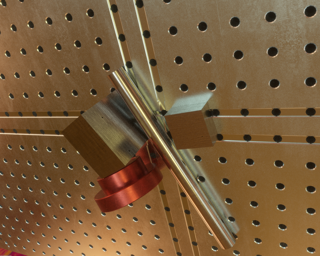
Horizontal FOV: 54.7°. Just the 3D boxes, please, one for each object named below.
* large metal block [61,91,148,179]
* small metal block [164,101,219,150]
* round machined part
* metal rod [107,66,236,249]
[{"bbox_3d":[-0.067,0.007,0.413,0.050,0.080,0.080,-33,100,38],"label":"large metal block"},{"bbox_3d":[0.040,-0.002,0.388,0.050,0.025,0.050,-8,115,31],"label":"small metal block"},{"bbox_3d":[-0.049,0.073,0.434,0.098,0.099,0.042,-25,96,36],"label":"round machined part"},{"bbox_3d":[0.022,0.050,0.428,0.025,0.025,0.299,-23,106,36],"label":"metal rod"}]
